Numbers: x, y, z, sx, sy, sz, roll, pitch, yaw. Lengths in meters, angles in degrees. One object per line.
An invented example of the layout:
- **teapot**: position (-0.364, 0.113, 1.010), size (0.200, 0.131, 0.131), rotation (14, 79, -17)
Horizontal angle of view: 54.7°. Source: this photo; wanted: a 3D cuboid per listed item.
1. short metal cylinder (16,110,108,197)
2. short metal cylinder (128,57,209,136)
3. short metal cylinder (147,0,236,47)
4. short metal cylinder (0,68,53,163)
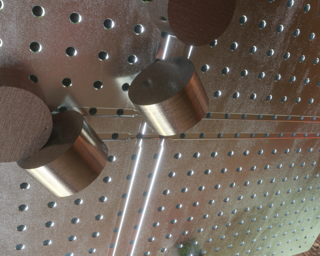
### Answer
- **short metal cylinder**: position (-0.104, 0.027, 0.336), size (0.080, 0.080, 0.050), rotation (-35, 130, -6)
- **short metal cylinder**: position (0.011, -0.038, 0.360), size (0.080, 0.080, 0.050), rotation (-36, 130, -5)
- **short metal cylinder**: position (0.033, -0.134, 0.332), size (0.081, 0.050, 0.079), rotation (-14, 125, -21)
- **short metal cylinder**: position (-0.152, -0.013, 0.304), size (0.081, 0.050, 0.079), rotation (-14, 125, -21)
